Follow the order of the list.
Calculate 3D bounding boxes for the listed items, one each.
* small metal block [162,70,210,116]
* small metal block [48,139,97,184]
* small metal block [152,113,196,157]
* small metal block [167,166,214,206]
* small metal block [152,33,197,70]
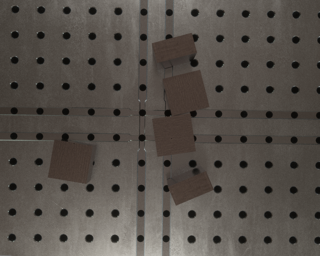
[{"bbox_3d":[0.034,-0.046,0.414,0.050,0.025,0.050,-14,90,-1],"label":"small metal block"},{"bbox_3d":[-0.116,0.043,0.412,0.050,0.025,0.050,10,90,-1],"label":"small metal block"},{"bbox_3d":[0.018,0.009,0.414,0.050,0.025,0.050,-8,90,-1],"label":"small metal block"},{"bbox_3d":[0.038,0.073,0.401,0.050,0.050,0.025,-23,90,0],"label":"small metal block"},{"bbox_3d":[0.018,-0.098,0.401,0.050,0.050,0.025,-15,90,0],"label":"small metal block"}]
